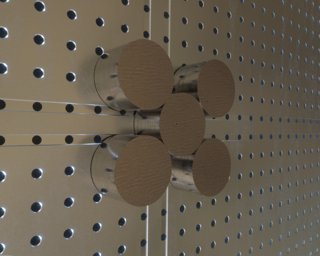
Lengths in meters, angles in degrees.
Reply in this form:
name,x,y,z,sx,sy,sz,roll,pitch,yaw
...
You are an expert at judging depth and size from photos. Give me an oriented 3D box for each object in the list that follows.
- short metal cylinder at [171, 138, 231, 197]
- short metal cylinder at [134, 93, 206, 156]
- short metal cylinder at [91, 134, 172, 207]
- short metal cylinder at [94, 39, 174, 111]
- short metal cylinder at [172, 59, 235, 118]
name,x,y,z,sx,sy,sz,roll,pitch,yaw
short metal cylinder,0.056,0.053,0.441,0.081,0.050,0.079,0,90,-40
short metal cylinder,0.014,-0.005,0.406,0.081,0.050,0.079,0,90,-40
short metal cylinder,-0.033,0.048,0.366,0.081,0.050,0.079,0,90,-40
short metal cylinder,-0.030,-0.060,0.369,0.081,0.050,0.079,0,90,-40
short metal cylinder,0.063,-0.054,0.445,0.081,0.050,0.079,0,90,-40
